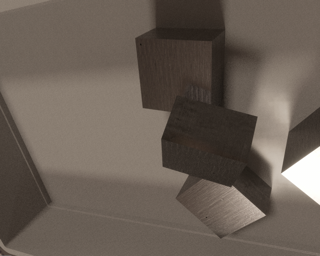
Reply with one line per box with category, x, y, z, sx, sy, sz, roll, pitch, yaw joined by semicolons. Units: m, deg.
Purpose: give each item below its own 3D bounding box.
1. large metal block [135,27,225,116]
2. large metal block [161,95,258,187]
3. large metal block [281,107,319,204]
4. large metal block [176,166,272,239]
large metal block;0.024;-0.063;0.340;0.080;0.050;0.079;9;122;23
large metal block;0.048;0.017;0.327;0.080;0.050;0.080;16;155;9
large metal block;0.168;0.015;0.294;0.050;0.080;0.080;39;129;1
large metal block;0.082;0.085;0.401;0.080;0.050;0.080;42;129;-2
